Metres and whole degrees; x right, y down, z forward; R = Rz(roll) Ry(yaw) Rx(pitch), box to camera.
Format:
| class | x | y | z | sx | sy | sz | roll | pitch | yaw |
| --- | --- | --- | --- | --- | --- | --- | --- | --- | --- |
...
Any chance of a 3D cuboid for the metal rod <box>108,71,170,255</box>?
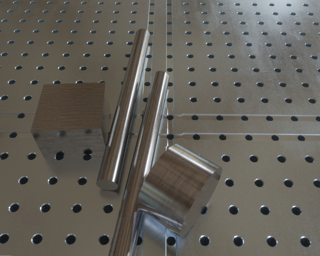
| class | x | y | z | sx | sy | sz | roll | pitch | yaw |
| --- | --- | --- | --- | --- | --- | --- | --- | --- | --- |
| metal rod | -0.020 | 0.036 | 0.376 | 0.025 | 0.025 | 0.300 | 7 | 50 | 5 |

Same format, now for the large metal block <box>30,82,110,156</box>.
| class | x | y | z | sx | sy | sz | roll | pitch | yaw |
| --- | --- | --- | --- | --- | --- | --- | --- | --- | --- |
| large metal block | -0.110 | -0.012 | 0.401 | 0.081 | 0.050 | 0.080 | -2 | 50 | -2 |

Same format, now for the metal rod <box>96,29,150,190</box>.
| class | x | y | z | sx | sy | sz | roll | pitch | yaw |
| --- | --- | --- | --- | --- | --- | --- | --- | --- | --- |
| metal rod | -0.045 | -0.049 | 0.448 | 0.025 | 0.025 | 0.300 | 5 | 50 | 4 |

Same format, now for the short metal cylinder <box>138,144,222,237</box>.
| class | x | y | z | sx | sy | sz | roll | pitch | yaw |
| --- | --- | --- | --- | --- | --- | --- | --- | --- | --- |
| short metal cylinder | 0.022 | 0.063 | 0.319 | 0.050 | 0.080 | 0.080 | 29 | 56 | 22 |
